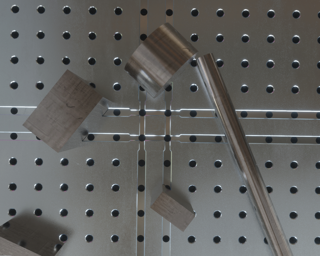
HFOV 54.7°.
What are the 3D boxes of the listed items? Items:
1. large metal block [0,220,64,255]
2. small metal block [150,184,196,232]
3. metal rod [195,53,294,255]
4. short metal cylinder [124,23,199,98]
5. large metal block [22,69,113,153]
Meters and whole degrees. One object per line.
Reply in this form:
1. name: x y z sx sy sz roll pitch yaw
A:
1. large metal block: -0.186 0.179 0.399 0.080 0.050 0.080 26 90 -1
2. small metal block: 0.016 0.102 0.401 0.050 0.050 0.025 37 90 -1
3. metal rod: 0.114 0.044 0.414 0.025 0.025 0.299 -22 90 0
4. short metal cylinder: 0.002 -0.083 0.386 0.050 0.080 0.080 44 90 -1
5. large metal block: -0.109 -0.019 0.384 0.050 0.080 0.080 39 90 -1
